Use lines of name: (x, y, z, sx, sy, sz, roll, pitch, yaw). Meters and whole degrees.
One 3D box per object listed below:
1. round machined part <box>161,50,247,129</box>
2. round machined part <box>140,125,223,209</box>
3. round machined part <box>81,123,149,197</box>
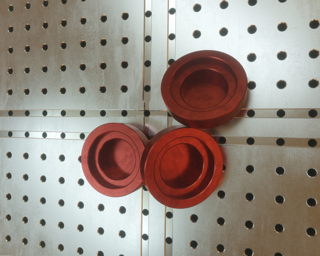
round machined part: (0.053, -0.042, 0.371, 0.098, 0.042, 0.098, -5, 62, 11)
round machined part: (0.023, 0.044, 0.379, 0.099, 0.042, 0.097, -3, 99, -18)
round machined part: (-0.054, 0.042, 0.423, 0.098, 0.042, 0.097, 0, 90, 20)
